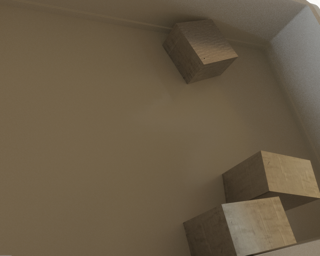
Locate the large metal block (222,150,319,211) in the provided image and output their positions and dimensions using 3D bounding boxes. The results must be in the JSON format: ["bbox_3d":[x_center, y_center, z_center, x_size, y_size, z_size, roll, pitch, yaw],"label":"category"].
[{"bbox_3d":[0.140,0.074,0.400,0.081,0.080,0.050,12,57,-22],"label":"large metal block"}]

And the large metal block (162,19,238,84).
[{"bbox_3d":[0.064,-0.125,0.500,0.081,0.050,0.080,-20,73,-36],"label":"large metal block"}]

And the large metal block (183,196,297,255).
[{"bbox_3d":[0.085,0.116,0.345,0.081,0.080,0.050,1,62,-28],"label":"large metal block"}]
